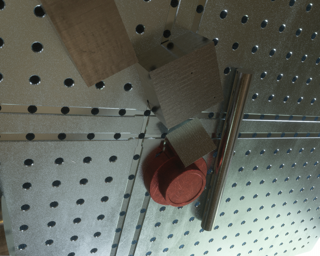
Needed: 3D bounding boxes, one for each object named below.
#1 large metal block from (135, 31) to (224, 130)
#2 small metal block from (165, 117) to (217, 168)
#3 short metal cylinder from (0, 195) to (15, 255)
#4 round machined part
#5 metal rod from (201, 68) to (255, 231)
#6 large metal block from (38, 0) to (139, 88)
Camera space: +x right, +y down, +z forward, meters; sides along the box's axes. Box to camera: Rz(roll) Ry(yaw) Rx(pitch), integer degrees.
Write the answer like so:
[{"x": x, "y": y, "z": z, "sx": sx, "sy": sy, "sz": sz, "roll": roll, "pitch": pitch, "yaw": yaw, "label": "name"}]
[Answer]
[{"x": 0.024, "y": -0.058, "z": 0.372, "sx": 0.080, "sy": 0.050, "sz": 0.080, "roll": -28, "pitch": 128, "yaw": -11, "label": "large metal block"}, {"x": 0.042, "y": 0.021, "z": 0.428, "sx": 0.050, "sy": 0.050, "sz": 0.025, "roll": -30, "pitch": 170, "yaw": -9, "label": "small metal block"}, {"x": -0.196, "y": 0.121, "z": 0.343, "sx": 0.050, "sy": 0.080, "sz": 0.079, "roll": -11, "pitch": 123, "yaw": -23, "label": "short metal cylinder"}, {"x": 0.029, "y": 0.079, "z": 0.465, "sx": 0.099, "sy": 0.042, "sz": 0.097, "roll": -14, "pitch": 124, "yaw": -21, "label": "round machined part"}, {"x": 0.103, "y": 0.051, "z": 0.498, "sx": 0.025, "sy": 0.025, "sz": 0.298, "roll": -8, "pitch": 122, "yaw": -25, "label": "metal rod"}, {"x": -0.069, "y": -0.095, "z": 0.279, "sx": 0.050, "sy": 0.080, "sz": 0.080, "roll": -30, "pitch": 129, "yaw": -9, "label": "large metal block"}]
